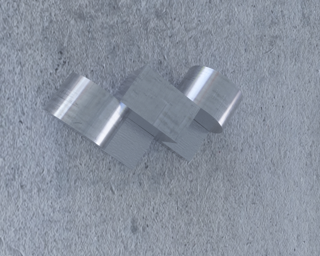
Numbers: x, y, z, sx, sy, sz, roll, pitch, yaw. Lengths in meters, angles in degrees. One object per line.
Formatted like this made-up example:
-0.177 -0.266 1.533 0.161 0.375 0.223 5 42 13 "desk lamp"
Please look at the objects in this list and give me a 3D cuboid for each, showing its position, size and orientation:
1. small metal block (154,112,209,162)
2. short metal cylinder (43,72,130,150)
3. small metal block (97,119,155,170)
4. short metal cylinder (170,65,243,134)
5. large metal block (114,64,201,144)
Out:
0.030 0.011 0.422 0.050 0.025 0.050 37 78 -17 "small metal block"
-0.082 -0.018 0.351 0.080 0.080 0.050 37 78 -17 "short metal cylinder"
-0.044 0.018 0.395 0.050 0.025 0.050 37 78 -17 "small metal block"
0.059 -0.036 0.403 0.080 0.080 0.050 37 78 -17 "short metal cylinder"
-0.011 -0.026 0.378 0.080 0.080 0.050 37 78 -17 "large metal block"
